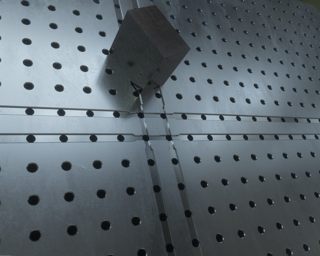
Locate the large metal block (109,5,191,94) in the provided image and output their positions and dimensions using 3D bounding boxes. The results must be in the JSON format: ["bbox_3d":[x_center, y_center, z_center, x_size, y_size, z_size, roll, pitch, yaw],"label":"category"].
[{"bbox_3d":[-0.017,-0.108,0.431,0.050,0.080,0.080,-29,78,-38],"label":"large metal block"}]
